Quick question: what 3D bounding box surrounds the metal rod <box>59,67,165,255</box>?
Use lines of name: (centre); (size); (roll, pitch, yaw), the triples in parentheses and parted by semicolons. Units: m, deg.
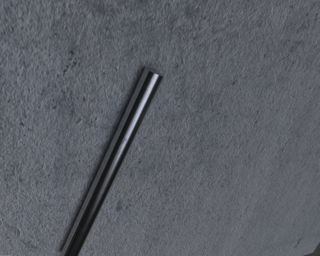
metal rod: (-0.070, 0.062, 0.406); (0.025, 0.025, 0.298); (14, 111, -34)
